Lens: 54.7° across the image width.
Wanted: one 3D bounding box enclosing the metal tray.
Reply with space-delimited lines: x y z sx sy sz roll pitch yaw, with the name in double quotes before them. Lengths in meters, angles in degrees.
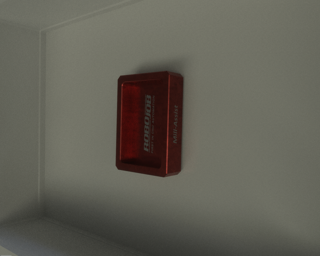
"metal tray" -0.016 -0.006 0.411 0.090 0.030 0.129 2 91 39
